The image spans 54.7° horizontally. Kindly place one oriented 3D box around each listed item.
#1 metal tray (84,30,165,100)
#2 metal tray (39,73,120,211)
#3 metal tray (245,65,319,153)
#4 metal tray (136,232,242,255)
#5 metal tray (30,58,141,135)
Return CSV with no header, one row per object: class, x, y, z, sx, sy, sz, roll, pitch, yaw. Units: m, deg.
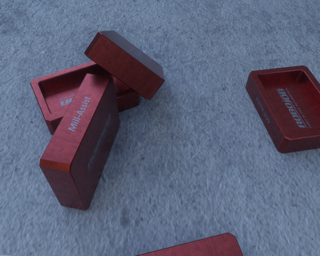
metal tray,-0.040,-0.087,0.404,0.090,0.030,0.130,35,14,-12
metal tray,-0.081,0.013,0.348,0.030,0.089,0.130,9,51,7
metal tray,0.185,-0.031,0.427,0.091,0.030,0.130,-7,50,-7
metal tray,0.018,0.154,0.271,0.131,0.030,0.090,-10,51,-9
metal tray,-0.105,-0.050,0.440,0.131,0.030,0.090,-22,54,-18
